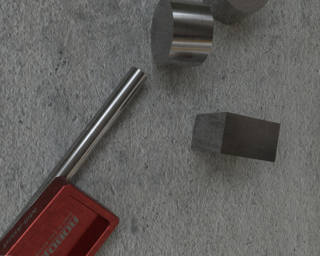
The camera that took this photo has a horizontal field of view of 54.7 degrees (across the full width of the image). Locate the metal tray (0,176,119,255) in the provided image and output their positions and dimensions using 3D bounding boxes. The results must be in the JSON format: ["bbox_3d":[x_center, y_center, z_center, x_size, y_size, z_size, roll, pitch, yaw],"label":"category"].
[{"bbox_3d":[-0.119,0.131,0.346,0.130,0.030,0.090,-52,125,-14],"label":"metal tray"}]

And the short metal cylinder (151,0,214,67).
[{"bbox_3d":[0.025,-0.118,0.389,0.050,0.080,0.080,-2,91,-20],"label":"short metal cylinder"}]

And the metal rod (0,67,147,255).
[{"bbox_3d":[-0.111,0.049,0.368,0.025,0.025,0.300,39,78,-16],"label":"metal rod"}]

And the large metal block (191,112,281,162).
[{"bbox_3d":[0.098,0.012,0.416,0.081,0.080,0.050,10,87,-20],"label":"large metal block"}]

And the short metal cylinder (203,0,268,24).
[{"bbox_3d":[0.107,-0.194,0.435,0.081,0.050,0.080,0,90,-20],"label":"short metal cylinder"}]
